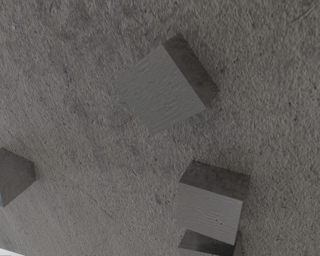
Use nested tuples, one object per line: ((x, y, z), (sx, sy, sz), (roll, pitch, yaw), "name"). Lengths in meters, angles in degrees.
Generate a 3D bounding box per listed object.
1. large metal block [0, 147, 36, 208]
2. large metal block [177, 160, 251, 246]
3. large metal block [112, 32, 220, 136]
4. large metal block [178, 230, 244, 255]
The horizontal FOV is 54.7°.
((-0.297, 0.091, 0.584), (0.080, 0.080, 0.050), (21, 126, 16), "large metal block")
((0.070, 0.098, 0.415), (0.080, 0.050, 0.079), (14, 124, 20), "large metal block")
((0.007, -0.049, 0.357), (0.080, 0.050, 0.080), (-28, 103, 37), "large metal block")
((0.081, 0.198, 0.470), (0.080, 0.050, 0.080), (0, 119, 28), "large metal block")
